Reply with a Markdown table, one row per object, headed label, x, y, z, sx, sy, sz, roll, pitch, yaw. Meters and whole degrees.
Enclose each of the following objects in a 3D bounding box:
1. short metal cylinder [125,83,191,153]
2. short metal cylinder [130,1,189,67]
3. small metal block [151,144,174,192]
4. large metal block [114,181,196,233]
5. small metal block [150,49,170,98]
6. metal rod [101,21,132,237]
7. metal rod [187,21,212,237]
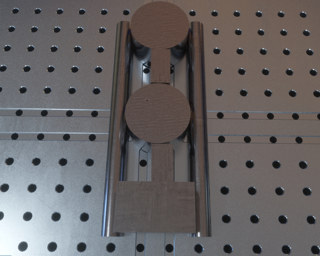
| label | x | y | z | sx | sy | sz | roll | pitch | yaw |
| --- | --- | --- | --- | --- | --- | --- | --- | --- | --- |
| short metal cylinder | -0.003 | -0.011 | 0.402 | 0.081 | 0.050 | 0.080 | 0 | 70 | 0 |
| short metal cylinder | 0.000 | -0.133 | 0.446 | 0.081 | 0.050 | 0.080 | 0 | 70 | 0 |
| small metal block | 0.003 | 0.050 | 0.379 | 0.025 | 0.050 | 0.050 | 0 | 70 | 0 |
| large metal block | -0.005 | 0.092 | 0.349 | 0.080 | 0.080 | 0.050 | 1 | 70 | 0 |
| small metal block | 0.001 | -0.072 | 0.423 | 0.025 | 0.050 | 0.050 | 1 | 70 | 0 |
| metal rod | -0.055 | -0.013 | 0.415 | 0.025 | 0.025 | 0.299 | 1 | 70 | 0 |
| metal rod | 0.051 | -0.012 | 0.415 | 0.025 | 0.025 | 0.299 | 1 | 70 | 0 |
